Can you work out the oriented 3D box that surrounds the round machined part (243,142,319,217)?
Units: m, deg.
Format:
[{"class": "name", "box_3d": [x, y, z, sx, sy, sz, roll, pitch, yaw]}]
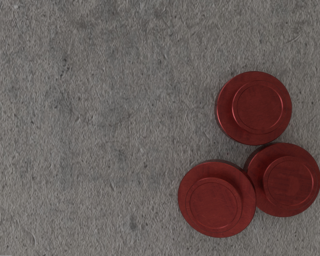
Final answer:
[{"class": "round machined part", "box_3d": [0.161, 0.068, 0.403, 0.099, 0.042, 0.097, 0, 90, 0]}]

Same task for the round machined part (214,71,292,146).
[{"class": "round machined part", "box_3d": [0.123, -0.026, 0.402, 0.099, 0.042, 0.097, 0, 90, 0]}]

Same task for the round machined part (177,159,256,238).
[{"class": "round machined part", "box_3d": [0.069, 0.091, 0.388, 0.098, 0.042, 0.097, 1, 95, 17]}]
